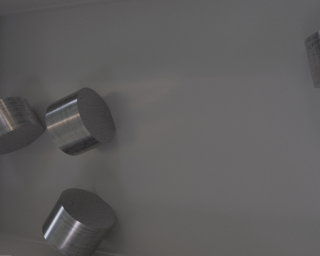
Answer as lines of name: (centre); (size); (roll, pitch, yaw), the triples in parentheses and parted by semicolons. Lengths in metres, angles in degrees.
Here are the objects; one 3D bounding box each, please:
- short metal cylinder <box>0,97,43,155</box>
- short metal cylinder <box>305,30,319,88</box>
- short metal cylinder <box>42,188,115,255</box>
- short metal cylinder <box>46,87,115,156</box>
short metal cylinder: (-0.224, -0.003, 0.460); (0.080, 0.080, 0.050); (-36, 79, 16)
short metal cylinder: (0.194, -0.075, 0.312); (0.080, 0.080, 0.050); (-12, 86, 19)
short metal cylinder: (-0.109, 0.127, 0.420); (0.080, 0.080, 0.050); (35, 102, 16)
short metal cylinder: (-0.105, -0.008, 0.419); (0.050, 0.080, 0.080); (-22, 83, 19)
